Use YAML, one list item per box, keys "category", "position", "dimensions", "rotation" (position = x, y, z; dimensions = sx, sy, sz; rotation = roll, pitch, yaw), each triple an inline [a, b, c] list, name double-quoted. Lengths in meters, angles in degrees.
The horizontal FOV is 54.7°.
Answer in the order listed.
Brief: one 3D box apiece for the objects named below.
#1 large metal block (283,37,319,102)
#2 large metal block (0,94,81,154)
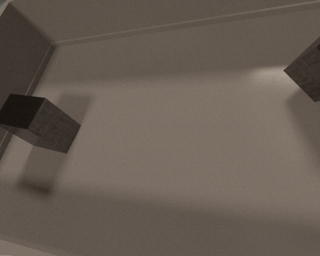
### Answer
- category: "large metal block"
  position: [0.185, -0.077, 0.311]
  dimensions: [0.080, 0.080, 0.050]
  rotation: [-43, 86, -2]
- category: "large metal block"
  position: [-0.183, -0.006, 0.468]
  dimensions: [0.080, 0.080, 0.050]
  rotation: [9, 66, 31]
